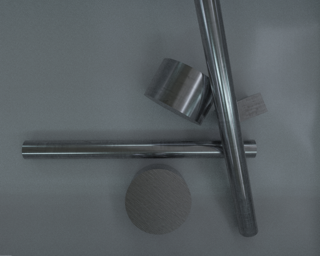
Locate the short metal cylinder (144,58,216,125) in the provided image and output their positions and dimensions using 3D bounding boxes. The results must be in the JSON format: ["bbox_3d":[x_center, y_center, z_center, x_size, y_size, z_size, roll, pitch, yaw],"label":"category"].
[{"bbox_3d":[0.027,-0.044,0.384,0.080,0.080,0.050,29,90,-1],"label":"short metal cylinder"}]

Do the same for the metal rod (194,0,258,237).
[{"bbox_3d":[0.082,0.002,0.363,0.025,0.025,0.298,-15,110,0],"label":"metal rod"}]

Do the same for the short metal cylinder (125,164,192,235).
[{"bbox_3d":[-0.002,0.089,0.399,0.081,0.050,0.079,0,90,-1],"label":"short metal cylinder"}]

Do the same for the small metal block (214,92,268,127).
[{"bbox_3d":[0.103,-0.023,0.400,0.050,0.050,0.025,-22,91,0],"label":"small metal block"}]

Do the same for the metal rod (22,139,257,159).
[{"bbox_3d":[-0.026,0.028,0.411,0.302,0.025,0.025,0,90,-1],"label":"metal rod"}]
